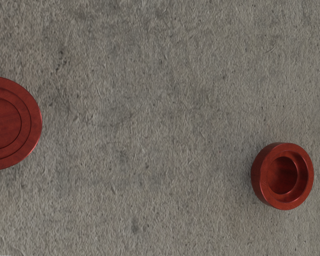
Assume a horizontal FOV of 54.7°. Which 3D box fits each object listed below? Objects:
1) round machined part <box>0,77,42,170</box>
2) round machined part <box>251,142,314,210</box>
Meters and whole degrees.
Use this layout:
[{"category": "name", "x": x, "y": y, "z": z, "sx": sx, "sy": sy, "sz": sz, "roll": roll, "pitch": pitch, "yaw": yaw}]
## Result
[{"category": "round machined part", "x": -0.179, "y": -0.005, "z": 0.334, "sx": 0.099, "sy": 0.042, "sz": 0.097, "roll": 0, "pitch": 90, "yaw": -20}, {"category": "round machined part", "x": 0.177, "y": 0.070, "z": 0.465, "sx": 0.099, "sy": 0.042, "sz": 0.097, "roll": 0, "pitch": 90, "yaw": -20}]
